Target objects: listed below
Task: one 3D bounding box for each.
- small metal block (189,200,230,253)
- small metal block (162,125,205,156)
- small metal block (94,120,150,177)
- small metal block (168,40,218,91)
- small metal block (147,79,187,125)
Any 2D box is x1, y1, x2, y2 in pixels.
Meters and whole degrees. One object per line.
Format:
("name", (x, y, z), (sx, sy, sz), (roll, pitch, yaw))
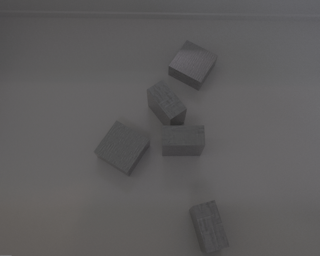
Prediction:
("small metal block", (0.055, 0.113, 0.355), (0.025, 0.050, 0.050), (-14, 71, -5))
("small metal block", (0.028, 0.017, 0.390), (0.050, 0.050, 0.025), (0, 70, 0))
("small metal block", (-0.048, 0.026, 0.399), (0.050, 0.025, 0.050), (30, 73, 10))
("small metal block", (0.047, -0.089, 0.442), (0.050, 0.025, 0.050), (30, 73, 10))
("small metal block", (0.008, -0.028, 0.406), (0.025, 0.050, 0.050), (-35, 74, -11))
